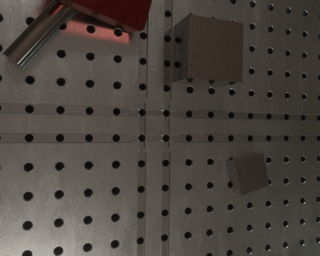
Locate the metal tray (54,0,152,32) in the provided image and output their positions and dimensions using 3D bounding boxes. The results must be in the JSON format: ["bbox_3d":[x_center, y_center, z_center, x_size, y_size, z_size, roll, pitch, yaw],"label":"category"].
[{"bbox_3d":[-0.068,-0.177,0.360,0.131,0.030,0.089,13,94,-36],"label":"metal tray"}]

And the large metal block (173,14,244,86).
[{"bbox_3d":[0.065,-0.102,0.424,0.081,0.050,0.079,1,90,-21],"label":"large metal block"}]

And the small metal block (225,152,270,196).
[{"bbox_3d":[0.131,0.067,0.463,0.050,0.025,0.050,-15,95,-20],"label":"small metal block"}]

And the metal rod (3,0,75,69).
[{"bbox_3d":[-0.080,-0.193,0.383,0.025,0.025,0.300,40,77,-16],"label":"metal rod"}]
